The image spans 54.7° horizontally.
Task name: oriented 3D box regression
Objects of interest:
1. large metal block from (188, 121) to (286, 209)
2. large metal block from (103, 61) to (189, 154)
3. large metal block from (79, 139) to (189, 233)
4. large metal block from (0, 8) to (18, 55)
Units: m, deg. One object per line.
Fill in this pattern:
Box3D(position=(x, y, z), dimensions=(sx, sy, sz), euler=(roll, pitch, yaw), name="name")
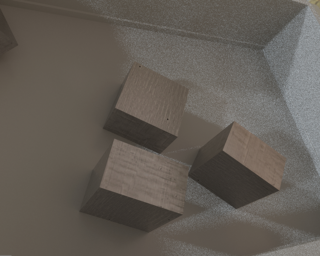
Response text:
Box3D(position=(0.095, 0.049, 0.391), dimensions=(0.080, 0.080, 0.050), euler=(35, 51, -5), name="large metal block")
Box3D(position=(-0.016, -0.025, 0.396), dimensions=(0.080, 0.050, 0.080), euler=(25, 53, -13), name="large metal block")
Box3D(position=(-0.028, 0.063, 0.317), dimensions=(0.080, 0.080, 0.050), euler=(22, 54, -15), name="large metal block")
Box3D(position=(-0.208, -0.124, 0.325), dimensions=(0.050, 0.080, 0.080), euler=(-30, 76, 1), name="large metal block")
